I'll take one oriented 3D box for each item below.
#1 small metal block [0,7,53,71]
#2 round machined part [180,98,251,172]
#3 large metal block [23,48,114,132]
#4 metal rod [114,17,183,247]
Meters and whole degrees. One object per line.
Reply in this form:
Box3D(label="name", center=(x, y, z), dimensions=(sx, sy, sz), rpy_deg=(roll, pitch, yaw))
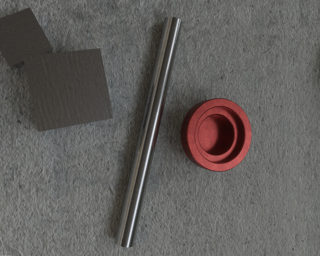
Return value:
Box3D(label="small metal block", center=(-0.158, -0.100, 0.351), dimensions=(0.050, 0.025, 0.050), rpy_deg=(-30, 100, -18))
Box3D(label="round machined part", center=(0.073, 0.009, 0.428), dimensions=(0.099, 0.042, 0.097), rpy_deg=(0, 90, -21))
Box3D(label="large metal block", center=(-0.105, -0.043, 0.357), dimensions=(0.081, 0.050, 0.079), rpy_deg=(-12, 94, -20))
Box3D(label="metal rod", center=(-0.014, 0.002, 0.404), dimensions=(0.025, 0.025, 0.298), rpy_deg=(14, 85, -20))
